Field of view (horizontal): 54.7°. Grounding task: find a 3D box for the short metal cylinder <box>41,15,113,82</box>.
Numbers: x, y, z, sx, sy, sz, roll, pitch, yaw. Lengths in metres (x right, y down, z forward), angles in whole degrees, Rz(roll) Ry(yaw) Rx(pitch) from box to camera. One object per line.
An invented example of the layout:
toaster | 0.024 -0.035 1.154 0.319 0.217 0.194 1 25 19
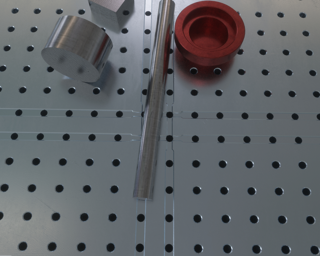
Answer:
short metal cylinder | -0.111 -0.105 0.420 0.080 0.080 0.050 16 71 5

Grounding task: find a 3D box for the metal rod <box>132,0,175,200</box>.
metal rod | -0.005 -0.053 0.430 0.025 0.025 0.299 6 70 2

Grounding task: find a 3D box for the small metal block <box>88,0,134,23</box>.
small metal block | -0.076 -0.200 0.484 0.050 0.025 0.050 27 72 9

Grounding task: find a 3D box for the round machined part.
round machined part | 0.070 -0.133 0.452 0.099 0.042 0.098 0 70 0
